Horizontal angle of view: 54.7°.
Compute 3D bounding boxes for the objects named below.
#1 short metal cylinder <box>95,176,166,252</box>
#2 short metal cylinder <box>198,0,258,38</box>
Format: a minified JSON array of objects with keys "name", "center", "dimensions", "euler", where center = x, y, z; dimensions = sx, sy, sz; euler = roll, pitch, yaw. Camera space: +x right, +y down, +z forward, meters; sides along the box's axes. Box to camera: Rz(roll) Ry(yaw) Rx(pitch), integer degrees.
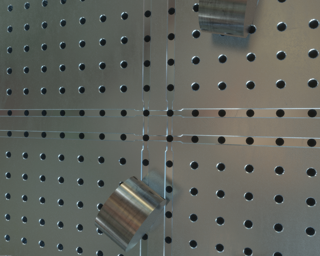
[{"name":"short metal cylinder","center":[-0.036,0.109,0.396],"dimensions":[0.050,0.080,0.080],"euler":[35,101,16]},{"name":"short metal cylinder","center":[0.081,-0.147,0.355],"dimensions":[0.050,0.080,0.080],"euler":[15,95,19]}]
